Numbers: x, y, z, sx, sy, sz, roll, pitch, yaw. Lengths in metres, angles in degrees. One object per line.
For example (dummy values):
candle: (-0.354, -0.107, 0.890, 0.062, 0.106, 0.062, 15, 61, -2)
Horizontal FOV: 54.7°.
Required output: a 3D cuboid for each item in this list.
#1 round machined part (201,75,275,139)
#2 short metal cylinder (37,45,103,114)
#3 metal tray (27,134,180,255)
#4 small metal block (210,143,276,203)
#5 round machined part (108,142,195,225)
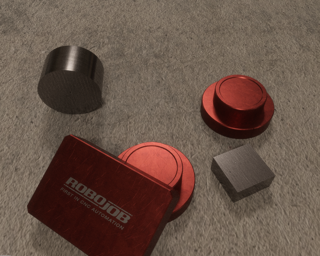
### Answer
round machined part: (0.107, -0.036, 0.424, 0.099, 0.042, 0.098, 0, 50, 0)
short metal cylinder: (-0.118, -0.063, 0.419, 0.081, 0.080, 0.050, -2, 50, -2)
metal tray: (-0.058, 0.074, 0.309, 0.130, 0.030, 0.090, 26, 86, 20)
small metal block: (0.095, 0.051, 0.361, 0.050, 0.025, 0.050, -19, 53, -16)
round machined part: (-0.010, 0.054, 0.346, 0.099, 0.042, 0.098, 0, 50, 0)
